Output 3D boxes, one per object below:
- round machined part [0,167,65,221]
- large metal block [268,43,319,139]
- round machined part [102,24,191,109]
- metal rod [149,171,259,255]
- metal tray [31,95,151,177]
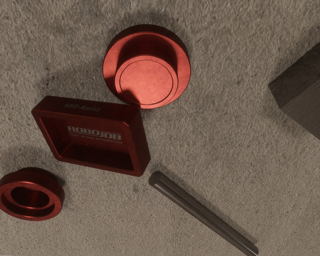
[{"bbox_3d":[-0.196,0.098,0.476,0.099,0.042,0.097,-1,130,0],"label":"round machined part"},{"bbox_3d":[0.189,-0.042,0.358,0.080,0.050,0.080,31,123,-24],"label":"large metal block"},{"bbox_3d":[-0.014,-0.060,0.345,0.099,0.042,0.097,-1,130,0],"label":"round machined part"},{"bbox_3d":[0.089,0.163,0.547,0.025,0.025,0.300,-33,123,24],"label":"metal rod"},{"bbox_3d":[-0.083,0.010,0.381,0.130,0.030,0.089,8,134,20],"label":"metal tray"}]
